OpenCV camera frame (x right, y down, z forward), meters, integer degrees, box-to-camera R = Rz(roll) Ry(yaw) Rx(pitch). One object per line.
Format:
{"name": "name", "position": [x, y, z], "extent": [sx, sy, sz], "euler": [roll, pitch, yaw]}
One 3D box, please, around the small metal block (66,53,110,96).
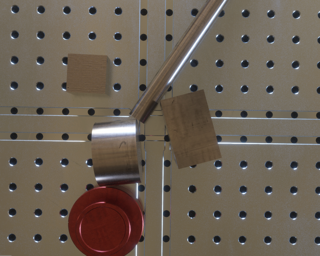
{"name": "small metal block", "position": [-0.095, -0.070, 0.412], "extent": [0.050, 0.025, 0.050], "euler": [3, 90, -1]}

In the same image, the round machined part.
{"name": "round machined part", "position": [-0.071, 0.125, 0.404], "extent": [0.099, 0.042, 0.097], "euler": [0, 90, -1]}

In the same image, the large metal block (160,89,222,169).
{"name": "large metal block", "position": [0.035, 0.001, 0.386], "extent": [0.050, 0.080, 0.080], "euler": [-15, 90, 0]}

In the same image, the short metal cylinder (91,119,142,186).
{"name": "short metal cylinder", "position": [-0.051, 0.030, 0.385], "extent": [0.050, 0.080, 0.079], "euler": [-5, 90, 0]}

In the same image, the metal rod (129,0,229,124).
{"name": "metal rod", "position": [0.053, -0.136, 0.413], "extent": [0.025, 0.025, 0.299], "euler": [34, 90, -1]}
